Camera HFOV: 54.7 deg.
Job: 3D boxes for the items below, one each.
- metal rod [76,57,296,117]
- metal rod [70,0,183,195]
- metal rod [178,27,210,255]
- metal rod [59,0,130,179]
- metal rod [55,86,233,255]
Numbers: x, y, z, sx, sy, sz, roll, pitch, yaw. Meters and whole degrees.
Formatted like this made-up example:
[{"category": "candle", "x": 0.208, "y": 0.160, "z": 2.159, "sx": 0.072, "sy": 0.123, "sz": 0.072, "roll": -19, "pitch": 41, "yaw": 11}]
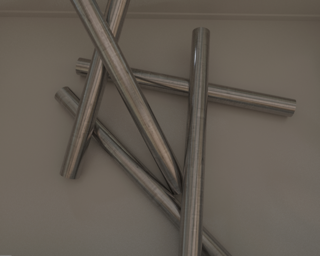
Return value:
[{"category": "metal rod", "x": 0.032, "y": -0.057, "z": 0.430, "sx": 0.302, "sy": 0.025, "sz": 0.025, "roll": 12, "pitch": 71, "yaw": 4}, {"category": "metal rod", "x": -0.041, "y": -0.055, "z": 0.356, "sx": 0.025, "sy": 0.025, "sz": 0.299, "roll": -29, "pitch": 101, "yaw": -10}, {"category": "metal rod", "x": 0.044, "y": 0.008, "z": 0.379, "sx": 0.025, "sy": 0.025, "sz": 0.299, "roll": 5, "pitch": 70, "yaw": 2}, {"category": "metal rod", "x": -0.070, "y": -0.082, "z": 0.375, "sx": 0.025, "sy": 0.025, "sz": 0.298, "roll": 18, "pitch": 95, "yaw": 6}, {"category": "metal rod", "x": -0.030, "y": 0.054, "z": 0.389, "sx": 0.025, "sy": 0.025, "sz": 0.300, "roll": -42, "pitch": 76, "yaw": -14}]
